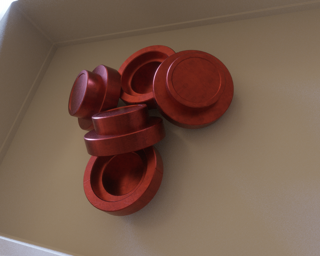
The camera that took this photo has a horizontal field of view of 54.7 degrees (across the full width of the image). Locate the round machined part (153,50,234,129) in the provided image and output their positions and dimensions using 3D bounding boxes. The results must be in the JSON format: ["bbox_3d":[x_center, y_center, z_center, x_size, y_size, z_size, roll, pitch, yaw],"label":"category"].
[{"bbox_3d":[0.041,-0.051,0.374,0.099,0.042,0.098,1,76,-3],"label":"round machined part"}]

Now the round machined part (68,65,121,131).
[{"bbox_3d":[-0.099,-0.045,0.444,0.098,0.042,0.098,-29,53,48],"label":"round machined part"}]

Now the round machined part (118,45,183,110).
[{"bbox_3d":[-0.011,-0.066,0.438,0.098,0.042,0.098,-13,56,21],"label":"round machined part"}]

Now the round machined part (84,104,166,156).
[{"bbox_3d":[-0.045,-0.002,0.381,0.098,0.098,0.042,-6,103,25],"label":"round machined part"}]

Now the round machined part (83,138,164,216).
[{"bbox_3d":[-0.040,0.059,0.377,0.098,0.042,0.098,-13,56,21],"label":"round machined part"}]
